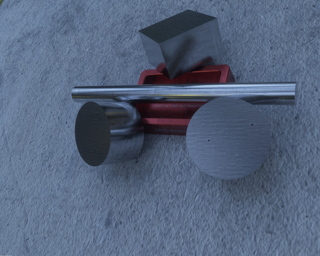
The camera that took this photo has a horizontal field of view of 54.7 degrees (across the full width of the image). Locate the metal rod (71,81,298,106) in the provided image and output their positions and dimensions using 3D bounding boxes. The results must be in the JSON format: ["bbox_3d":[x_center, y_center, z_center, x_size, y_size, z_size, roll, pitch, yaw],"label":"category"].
[{"bbox_3d":[0.008,-0.043,0.389,0.300,0.025,0.025,3,63,29],"label":"metal rod"}]

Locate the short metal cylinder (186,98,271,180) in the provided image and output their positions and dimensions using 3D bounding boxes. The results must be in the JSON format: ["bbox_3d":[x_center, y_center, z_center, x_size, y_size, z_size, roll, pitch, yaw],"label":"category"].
[{"bbox_3d":[0.069,0.012,0.325,0.080,0.050,0.080,-1,84,9],"label":"short metal cylinder"}]

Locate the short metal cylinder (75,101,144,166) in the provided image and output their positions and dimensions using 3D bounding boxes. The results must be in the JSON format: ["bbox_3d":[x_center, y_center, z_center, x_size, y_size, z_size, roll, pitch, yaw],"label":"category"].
[{"bbox_3d":[-0.066,0.006,0.396,0.080,0.050,0.079,4,96,45],"label":"short metal cylinder"}]

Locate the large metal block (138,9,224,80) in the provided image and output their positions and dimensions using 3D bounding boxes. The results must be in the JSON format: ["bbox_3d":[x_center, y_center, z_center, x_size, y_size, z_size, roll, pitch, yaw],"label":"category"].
[{"bbox_3d":[0.027,-0.116,0.418,0.080,0.050,0.080,-26,34,-9],"label":"large metal block"}]

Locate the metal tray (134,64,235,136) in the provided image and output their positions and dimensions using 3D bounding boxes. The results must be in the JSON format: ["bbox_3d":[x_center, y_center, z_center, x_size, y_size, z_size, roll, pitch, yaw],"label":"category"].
[{"bbox_3d":[0.026,-0.036,0.411,0.130,0.030,0.090,2,63,29],"label":"metal tray"}]
